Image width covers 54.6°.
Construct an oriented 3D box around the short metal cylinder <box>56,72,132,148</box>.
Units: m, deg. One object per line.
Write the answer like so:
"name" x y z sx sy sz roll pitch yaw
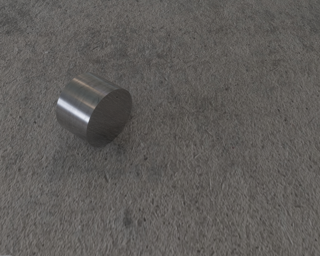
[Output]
"short metal cylinder" -0.080 -0.023 0.386 0.050 0.080 0.080 29 56 22
